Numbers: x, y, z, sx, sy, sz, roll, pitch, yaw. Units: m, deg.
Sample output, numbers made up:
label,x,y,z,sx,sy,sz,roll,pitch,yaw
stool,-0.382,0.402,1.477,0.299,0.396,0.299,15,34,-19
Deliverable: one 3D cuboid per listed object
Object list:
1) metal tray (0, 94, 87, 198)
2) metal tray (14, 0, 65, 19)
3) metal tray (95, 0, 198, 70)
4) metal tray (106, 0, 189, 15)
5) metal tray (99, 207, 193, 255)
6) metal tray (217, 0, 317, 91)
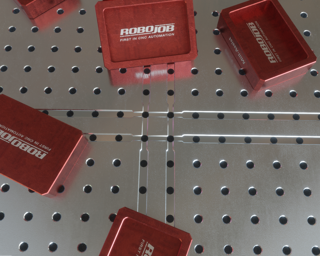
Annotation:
label,x,y,z,sx,sy,sz,roll,pitch,yaw
metal tray,-0.173,0.022,0.400,0.130,0.030,0.090,24,72,8
metal tray,-0.209,-0.247,0.498,0.090,0.030,0.130,-38,74,-13
metal tray,-0.018,-0.134,0.434,0.131,0.030,0.089,-8,103,-3
metal tray,-0.019,-0.199,0.449,0.131,0.090,0.030,-11,70,-4
metal tray,-0.028,0.167,0.348,0.090,0.030,0.130,21,71,7
metal tray,0.154,-0.129,0.456,0.090,0.030,0.130,-21,71,-8
